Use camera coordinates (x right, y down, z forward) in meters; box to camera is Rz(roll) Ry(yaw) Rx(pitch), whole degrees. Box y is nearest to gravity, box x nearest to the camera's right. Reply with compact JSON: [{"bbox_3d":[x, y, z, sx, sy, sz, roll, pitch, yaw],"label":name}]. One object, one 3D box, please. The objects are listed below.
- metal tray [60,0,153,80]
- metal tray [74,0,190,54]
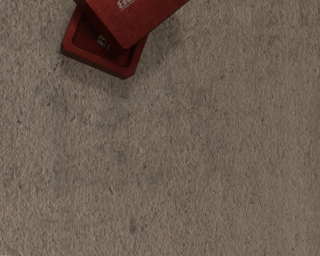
[{"bbox_3d":[-0.058,-0.136,0.385,0.091,0.030,0.129,21,83,-19],"label":"metal tray"},{"bbox_3d":[-0.025,-0.161,0.365,0.130,0.030,0.090,-43,104,-15],"label":"metal tray"}]
